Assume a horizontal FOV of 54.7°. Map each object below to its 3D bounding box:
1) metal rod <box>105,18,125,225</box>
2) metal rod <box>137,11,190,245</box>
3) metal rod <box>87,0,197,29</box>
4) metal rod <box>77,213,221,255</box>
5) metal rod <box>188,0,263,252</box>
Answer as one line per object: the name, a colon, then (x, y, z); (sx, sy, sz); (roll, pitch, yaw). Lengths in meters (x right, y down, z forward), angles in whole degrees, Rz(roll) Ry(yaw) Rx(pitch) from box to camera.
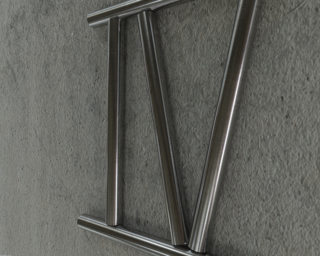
metal rod: (-0.066, -0.009, 0.458); (0.025, 0.025, 0.298); (1, 91, 39)
metal rod: (0.004, -0.006, 0.400); (0.025, 0.025, 0.298); (-15, 81, 39)
metal rod: (0.011, -0.167, 0.396); (0.300, 0.025, 0.025); (2, 91, 39)
metal rod: (-0.009, 0.155, 0.410); (0.300, 0.025, 0.025); (2, 91, 39)
metal rod: (0.072, -0.005, 0.345); (0.025, 0.025, 0.298); (17, 101, 38)
